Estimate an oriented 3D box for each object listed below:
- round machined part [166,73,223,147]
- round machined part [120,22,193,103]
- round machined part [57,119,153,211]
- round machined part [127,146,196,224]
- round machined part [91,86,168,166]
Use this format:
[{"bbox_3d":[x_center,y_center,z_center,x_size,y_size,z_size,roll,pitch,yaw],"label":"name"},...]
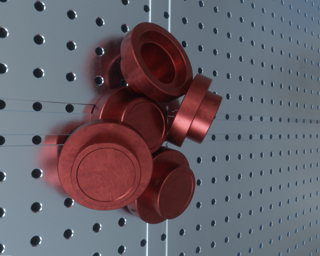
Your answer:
[{"bbox_3d":[0.048,-0.018,0.402,0.042,0.098,0.098,25,69,6],"label":"round machined part"},{"bbox_3d":[-0.009,-0.075,0.378,0.099,0.042,0.098,23,54,-36],"label":"round machined part"},{"bbox_3d":[-0.056,0.042,0.322,0.099,0.042,0.097,-2,103,-10],"label":"round machined part"},{"bbox_3d":[0.007,0.075,0.390,0.099,0.042,0.097,-16,113,-43],"label":"round machined part"},{"bbox_3d":[-0.029,-0.003,0.374,0.099,0.042,0.097,0,90,-40],"label":"round machined part"}]
